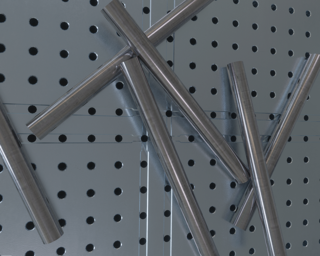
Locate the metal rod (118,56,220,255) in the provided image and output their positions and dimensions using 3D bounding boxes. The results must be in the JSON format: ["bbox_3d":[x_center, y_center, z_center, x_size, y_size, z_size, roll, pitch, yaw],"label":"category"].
[{"bbox_3d":[0.018,0.053,0.405,0.025,0.025,0.299,-27,104,-18],"label":"metal rod"}]

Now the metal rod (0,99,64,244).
[{"bbox_3d":[-0.181,-0.007,0.345,0.025,0.025,0.299,-25,98,-18],"label":"metal rod"}]

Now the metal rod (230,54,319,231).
[{"bbox_3d":[0.185,0.016,0.480,0.025,0.025,0.300,32,80,-17],"label":"metal rod"}]

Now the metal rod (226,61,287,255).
[{"bbox_3d":[0.138,0.052,0.442,0.025,0.025,0.299,-10,86,-20],"label":"metal rod"}]

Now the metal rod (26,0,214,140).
[{"bbox_3d":[-0.039,-0.093,0.397,0.301,0.025,0.025,-42,104,-15],"label":"metal rod"}]

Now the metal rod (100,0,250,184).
[{"bbox_3d":[0.033,-0.035,0.407,0.025,0.025,0.300,-46,111,-14],"label":"metal rod"}]
